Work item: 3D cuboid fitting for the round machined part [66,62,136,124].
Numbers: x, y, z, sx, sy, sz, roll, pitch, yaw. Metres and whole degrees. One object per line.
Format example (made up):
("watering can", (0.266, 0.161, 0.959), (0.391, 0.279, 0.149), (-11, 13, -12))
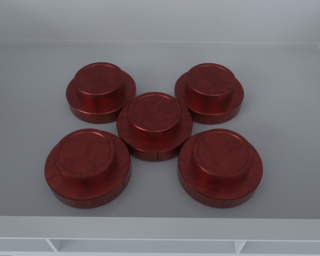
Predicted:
("round machined part", (-0.084, -0.056, 0.438), (0.099, 0.042, 0.098), (0, 50, 0))

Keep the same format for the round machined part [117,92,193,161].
("round machined part", (-0.007, -0.009, 0.399), (0.099, 0.042, 0.098), (0, 50, 0))

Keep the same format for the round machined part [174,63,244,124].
("round machined part", (0.070, -0.055, 0.440), (0.099, 0.042, 0.098), (0, 50, 0))

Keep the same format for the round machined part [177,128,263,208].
("round machined part", (0.070, 0.039, 0.361), (0.099, 0.042, 0.098), (0, 50, 0))

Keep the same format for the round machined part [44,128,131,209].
("round machined part", (-0.083, 0.039, 0.358), (0.099, 0.042, 0.098), (0, 50, 0))
